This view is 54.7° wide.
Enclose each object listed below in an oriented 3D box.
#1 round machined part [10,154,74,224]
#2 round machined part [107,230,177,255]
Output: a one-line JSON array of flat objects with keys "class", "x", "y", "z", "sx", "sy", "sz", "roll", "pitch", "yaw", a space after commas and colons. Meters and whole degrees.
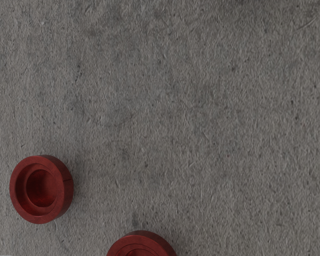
[{"class": "round machined part", "x": -0.169, "y": 0.088, "z": 0.460, "sx": 0.098, "sy": 0.042, "sz": 0.097, "roll": 0, "pitch": 90, "yaw": 20}, {"class": "round machined part", "x": -0.019, "y": 0.183, "z": 0.407, "sx": 0.098, "sy": 0.042, "sz": 0.097, "roll": 0, "pitch": 90, "yaw": 20}]
